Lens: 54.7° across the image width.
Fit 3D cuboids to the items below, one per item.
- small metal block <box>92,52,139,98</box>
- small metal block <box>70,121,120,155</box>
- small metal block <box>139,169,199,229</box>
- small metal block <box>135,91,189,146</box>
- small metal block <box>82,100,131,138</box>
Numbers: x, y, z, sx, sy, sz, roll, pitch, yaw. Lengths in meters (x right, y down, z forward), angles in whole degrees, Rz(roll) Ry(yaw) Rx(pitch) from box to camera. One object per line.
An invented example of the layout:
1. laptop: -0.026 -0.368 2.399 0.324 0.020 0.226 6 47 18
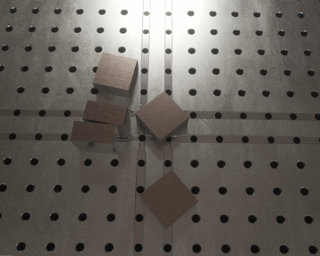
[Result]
1. small metal block: -0.062 -0.075 0.438 0.050 0.025 0.050 12 70 4
2. small metal block: -0.080 0.014 0.393 0.050 0.050 0.025 5 70 1
3. small metal block: 0.011 0.088 0.380 0.050 0.025 0.050 -37 74 -13
4. small metal block: 0.003 -0.013 0.417 0.050 0.025 0.050 -39 75 -13
5. small metal block: -0.067 -0.010 0.401 0.050 0.050 0.025 10 71 3
